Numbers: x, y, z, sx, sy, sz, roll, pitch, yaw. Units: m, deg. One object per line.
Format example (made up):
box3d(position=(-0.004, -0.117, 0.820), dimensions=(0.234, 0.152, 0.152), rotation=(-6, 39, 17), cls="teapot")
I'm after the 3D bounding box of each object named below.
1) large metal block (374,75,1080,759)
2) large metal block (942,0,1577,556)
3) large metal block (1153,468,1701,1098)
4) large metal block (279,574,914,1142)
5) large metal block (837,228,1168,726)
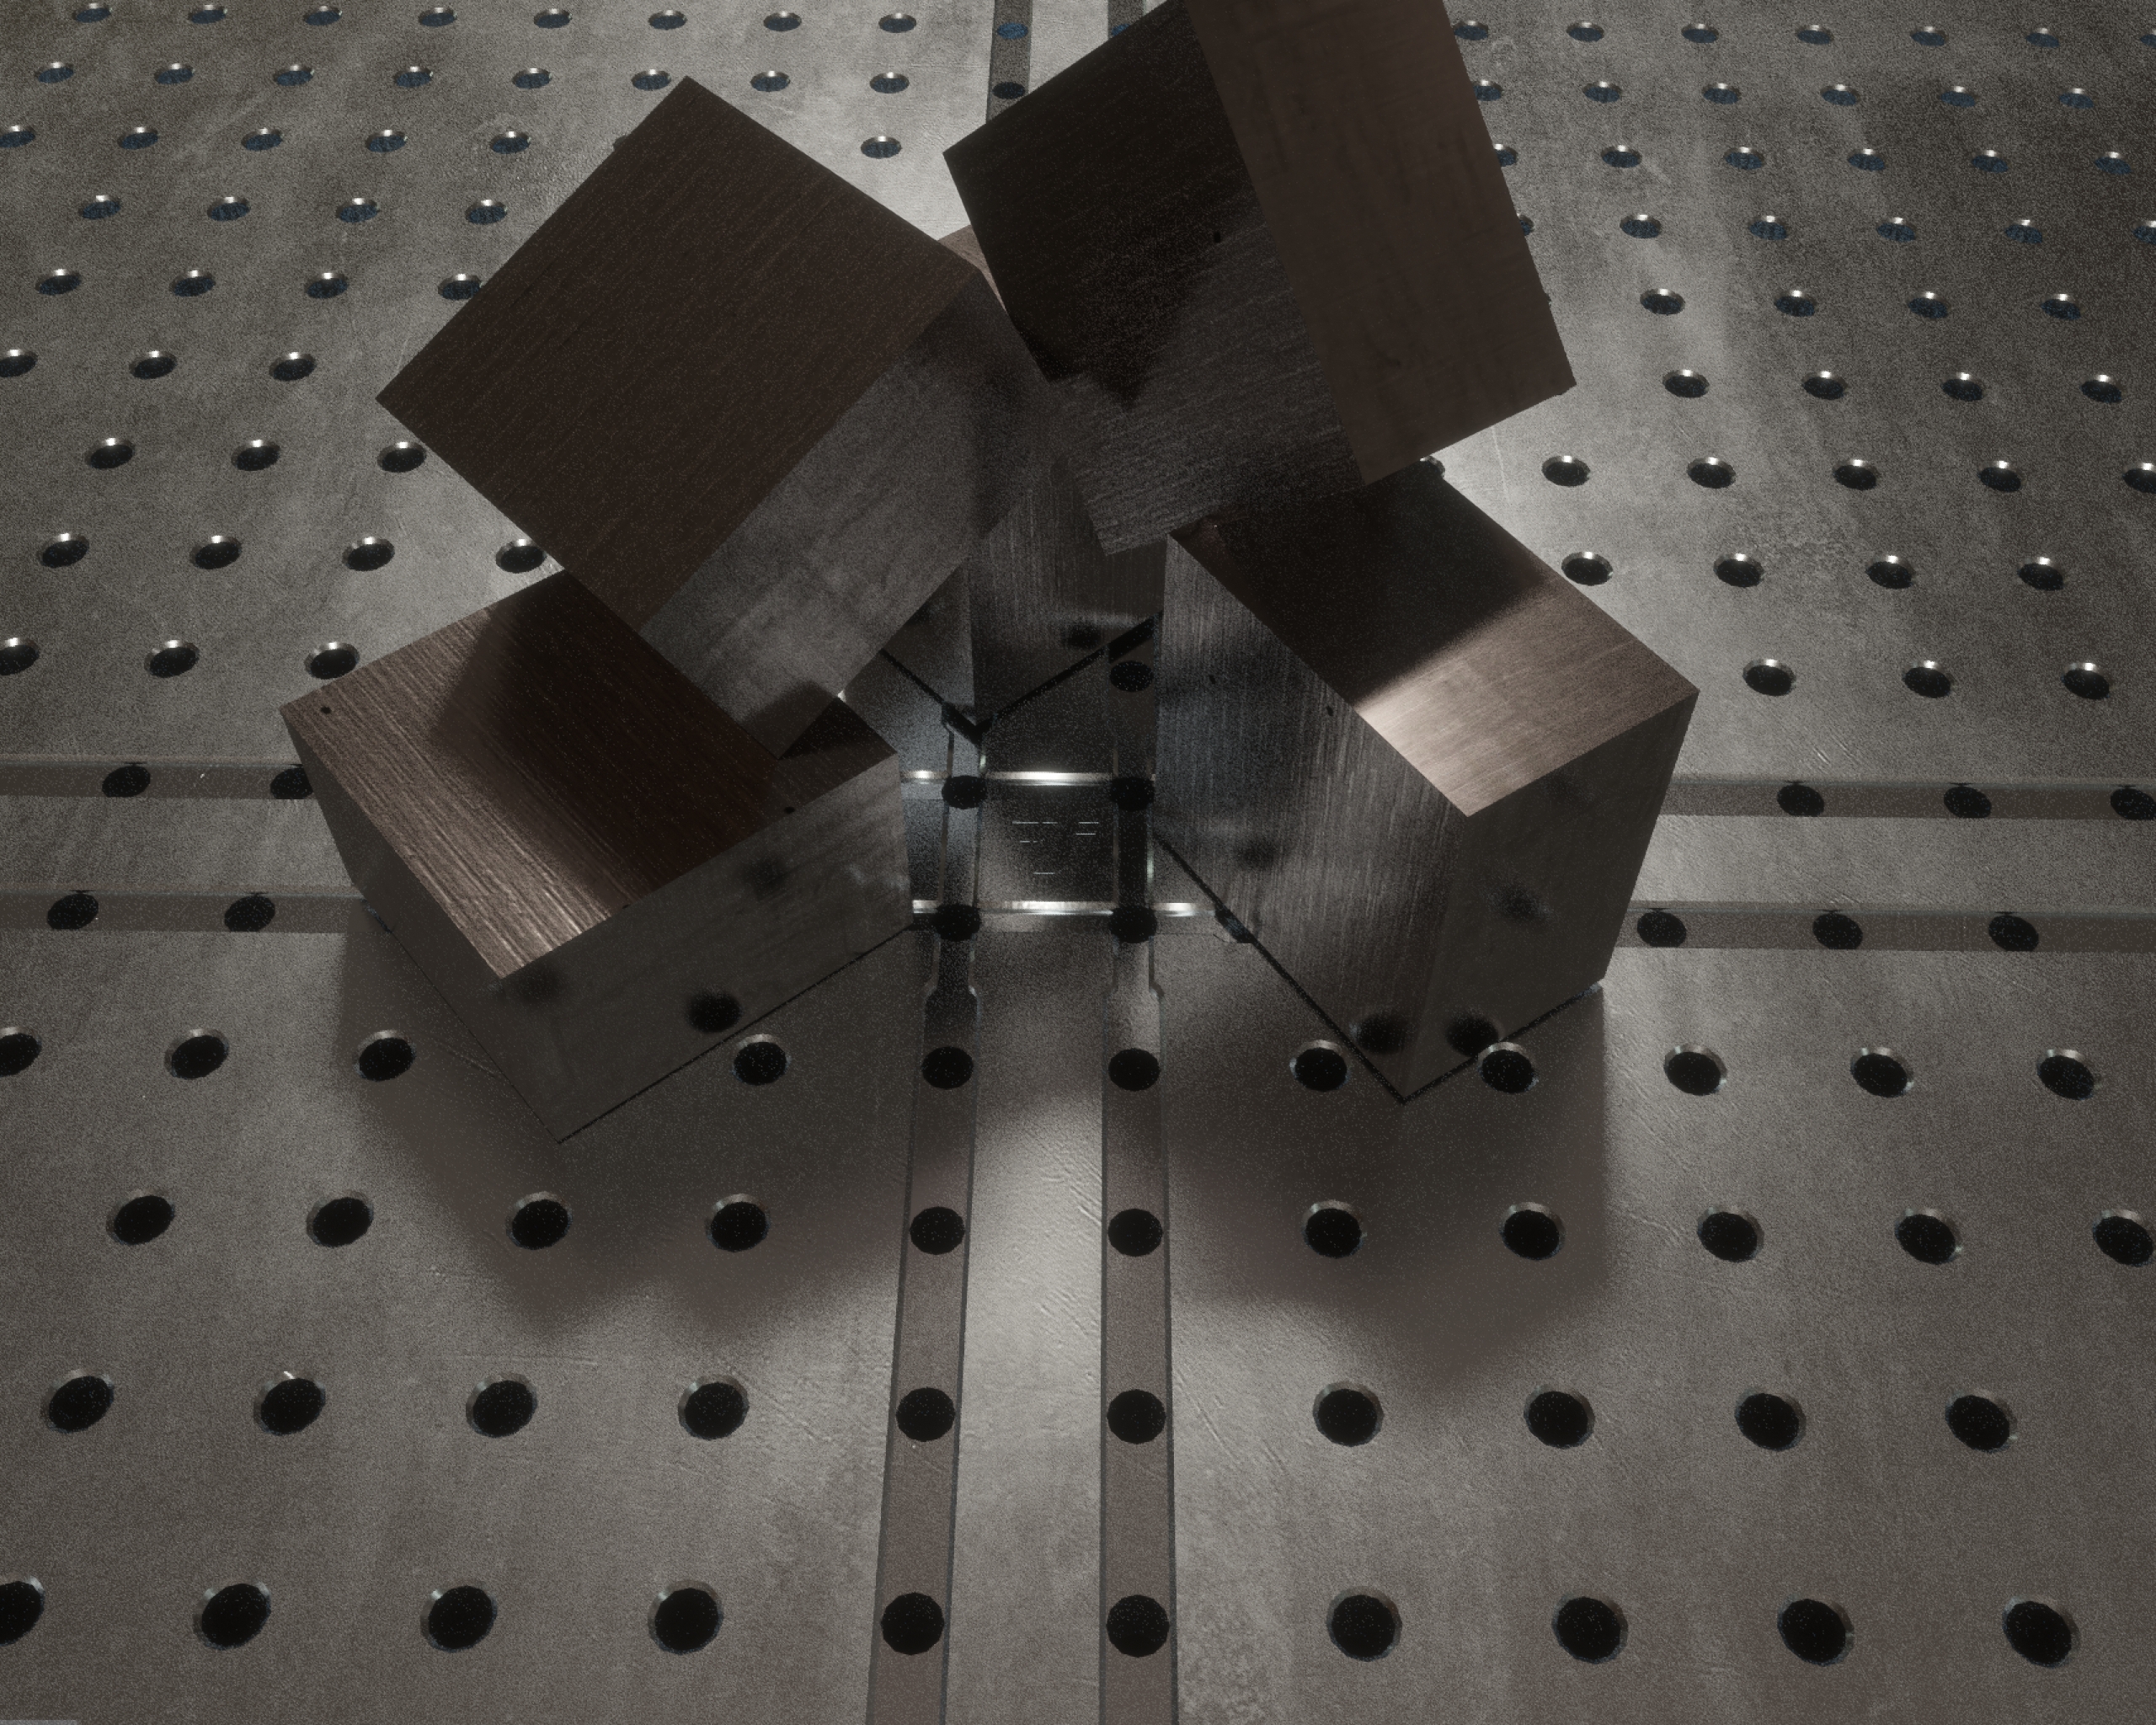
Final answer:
box3d(position=(-0.062, -0.079, 0.372), dimensions=(0.080, 0.050, 0.080), rotation=(40, 86, 28), cls="large metal block")
box3d(position=(0.030, -0.106, 0.369), dimensions=(0.050, 0.080, 0.080), rotation=(-29, 13, -28), cls="large metal block")
box3d(position=(0.059, -0.018, 0.386), dimensions=(0.050, 0.080, 0.080), rotation=(-27, 56, -21), cls="large metal block")
box3d(position=(-0.089, -0.008, 0.396), dimensions=(0.081, 0.050, 0.080), rotation=(-32, 57, -25), cls="large metal block")
box3d(position=(-0.008, -0.089, 0.445), dimensions=(0.080, 0.080, 0.050), rotation=(-34, 58, -26), cls="large metal block")
